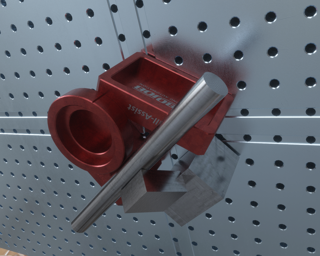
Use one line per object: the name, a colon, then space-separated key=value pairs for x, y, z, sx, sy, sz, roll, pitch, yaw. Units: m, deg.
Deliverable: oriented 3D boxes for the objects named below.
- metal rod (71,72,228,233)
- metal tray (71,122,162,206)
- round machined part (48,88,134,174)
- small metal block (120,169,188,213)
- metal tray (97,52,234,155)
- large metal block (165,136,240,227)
metal rod: x=-0.034 y=0.050 z=0.341 sx=0.025 sy=0.025 sz=0.298 roll=42 pitch=129 yaw=-1
metal tray: x=-0.064 y=0.027 z=0.417 sx=0.030 sy=0.090 sz=0.130 roll=-33 pitch=101 yaw=38
round machined part: x=-0.072 y=0.000 z=0.347 sx=0.098 sy=0.042 sz=0.097 roll=13 pitch=124 yaw=20
small metal block: x=-0.008 y=0.069 z=0.335 sx=0.050 sy=0.050 sz=0.025 roll=-50 pitch=45 yaw=39
metal tray: x=0.008 y=-0.033 z=0.343 sx=0.130 sy=0.090 sz=0.030 roll=28 pitch=129 yaw=10
large metal block: x=0.045 y=0.063 z=0.386 sx=0.050 sy=0.080 sz=0.080 roll=41 pitch=129 yaw=-1
